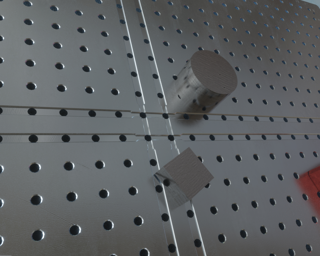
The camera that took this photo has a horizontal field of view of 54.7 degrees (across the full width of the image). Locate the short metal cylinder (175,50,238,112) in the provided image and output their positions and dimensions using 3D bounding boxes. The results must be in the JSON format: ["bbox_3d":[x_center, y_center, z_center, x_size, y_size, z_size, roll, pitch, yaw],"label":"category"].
[{"bbox_3d":[0.070,-0.071,0.473,0.081,0.050,0.080,14,56,-21],"label":"short metal cylinder"}]

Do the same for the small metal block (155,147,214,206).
[{"bbox_3d":[0.031,0.060,0.388,0.050,0.025,0.050,-33,80,-38],"label":"small metal block"}]

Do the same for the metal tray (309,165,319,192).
[{"bbox_3d":[0.313,0.110,0.506,0.091,0.030,0.130,-17,70,-35],"label":"metal tray"}]
